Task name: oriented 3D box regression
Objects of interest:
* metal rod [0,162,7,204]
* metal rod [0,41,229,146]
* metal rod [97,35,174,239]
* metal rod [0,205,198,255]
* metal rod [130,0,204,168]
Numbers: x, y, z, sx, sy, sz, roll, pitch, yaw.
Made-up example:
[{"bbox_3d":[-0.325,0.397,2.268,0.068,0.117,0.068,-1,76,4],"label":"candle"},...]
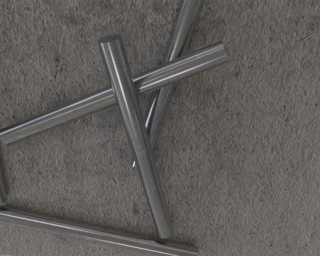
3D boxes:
[{"bbox_3d":[-0.234,-0.036,0.394,0.025,0.025,0.298,0,110,0],"label":"metal rod"},{"bbox_3d":[-0.066,-0.037,0.377,0.301,0.025,0.025,-19,109,13],"label":"metal rod"},{"bbox_3d":[-0.021,0.033,0.390,0.025,0.025,0.298,-11,122,4],"label":"metal rod"},{"bbox_3d":[-0.090,0.161,0.468,0.302,0.025,0.025,14,110,-5],"label":"metal rod"},{"bbox_3d":[0.016,-0.082,0.379,0.025,0.025,0.298,16,109,-6],"label":"metal rod"}]
